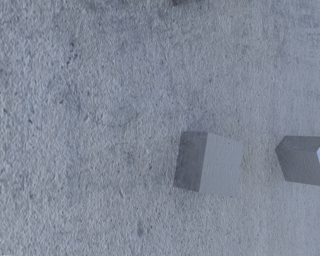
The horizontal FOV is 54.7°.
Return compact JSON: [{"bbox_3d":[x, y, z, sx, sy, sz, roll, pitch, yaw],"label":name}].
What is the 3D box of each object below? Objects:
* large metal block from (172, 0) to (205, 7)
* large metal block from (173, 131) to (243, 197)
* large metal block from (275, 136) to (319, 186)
[{"bbox_3d":[0.052,-0.223,0.431,0.081,0.050,0.080,-28,108,-36],"label":"large metal block"},{"bbox_3d":[0.071,0.052,0.448,0.081,0.050,0.080,16,80,-39],"label":"large metal block"},{"bbox_3d":[0.285,0.063,0.607,0.050,0.080,0.080,-39,114,-33],"label":"large metal block"}]
